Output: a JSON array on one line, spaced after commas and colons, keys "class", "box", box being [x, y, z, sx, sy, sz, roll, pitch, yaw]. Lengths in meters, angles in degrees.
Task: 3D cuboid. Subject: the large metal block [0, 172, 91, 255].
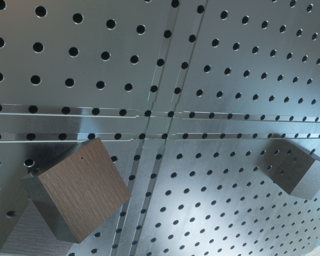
[{"class": "large metal block", "box": [-0.142, 0.110, 0.386, 0.080, 0.050, 0.080, 25, 105, -37]}]

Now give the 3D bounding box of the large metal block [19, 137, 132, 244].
[{"class": "large metal block", "box": [-0.091, 0.067, 0.346, 0.080, 0.050, 0.080, -37, 105, -42]}]

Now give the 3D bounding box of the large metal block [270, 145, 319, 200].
[{"class": "large metal block", "box": [0.276, 0.088, 0.599, 0.080, 0.050, 0.080, 19, 109, -35]}]
